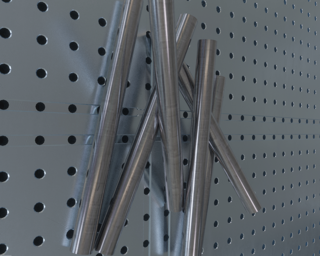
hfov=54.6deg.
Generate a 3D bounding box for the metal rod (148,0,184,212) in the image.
[{"bbox_3d":[0.010,-0.021,0.353,0.025,0.025,0.298,-30,129,-36],"label":"metal rod"}]

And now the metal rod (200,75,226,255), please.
[{"bbox_3d":[0.066,0.068,0.463,0.025,0.025,0.299,16,80,-39],"label":"metal rod"}]

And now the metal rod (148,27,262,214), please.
[{"bbox_3d":[0.069,-0.004,0.438,0.025,0.025,0.299,-39,106,-33],"label":"metal rod"}]

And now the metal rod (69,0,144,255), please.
[{"bbox_3d":[-0.059,-0.012,0.358,0.025,0.025,0.299,17,79,-39],"label":"metal rod"}]

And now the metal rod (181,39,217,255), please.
[{"bbox_3d":[0.051,0.037,0.410,0.025,0.025,0.298,0,96,-40],"label":"metal rod"}]

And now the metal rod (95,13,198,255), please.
[{"bbox_3d":[-0.014,0.001,0.374,0.025,0.025,0.299,26,81,-37],"label":"metal rod"}]
